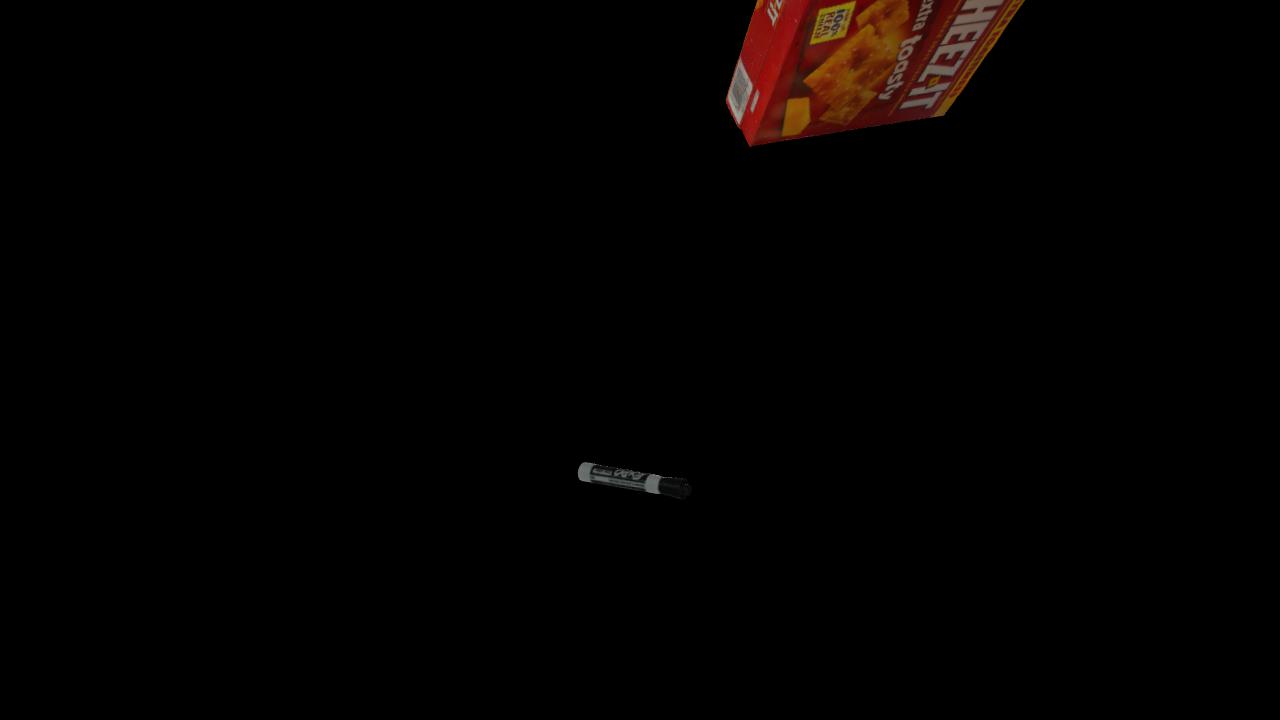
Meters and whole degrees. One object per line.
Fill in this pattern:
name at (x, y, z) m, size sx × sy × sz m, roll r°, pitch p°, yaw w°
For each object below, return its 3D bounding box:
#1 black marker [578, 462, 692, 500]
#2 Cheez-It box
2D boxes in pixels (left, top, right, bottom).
black marker at (-0.006, 0.113, 0.580) m, size 0.121 × 0.020 × 0.020 m, roll 2°, pitch 1°, yaw 33°
Cheez-It box at (0.202, -0.279, 0.529) m, size 0.223 × 0.071 × 0.166 m, roll -14°, pitch -22°, yaw -14°
